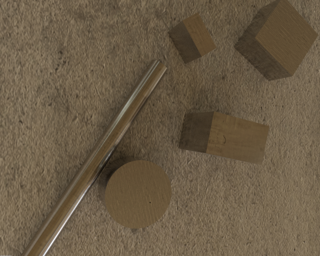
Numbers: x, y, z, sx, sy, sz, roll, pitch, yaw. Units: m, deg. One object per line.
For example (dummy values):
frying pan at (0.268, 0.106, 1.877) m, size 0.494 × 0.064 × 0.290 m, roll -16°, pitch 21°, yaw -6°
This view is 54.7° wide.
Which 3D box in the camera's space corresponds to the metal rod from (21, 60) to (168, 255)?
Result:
metal rod at (-0.079, 0.042, 0.380) m, size 0.025 × 0.025 × 0.300 m, roll 36°, pitch 78°, yaw -17°

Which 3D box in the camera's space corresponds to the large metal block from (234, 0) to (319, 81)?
large metal block at (0.172, -0.129, 0.459) m, size 0.080 × 0.050 × 0.080 m, roll 39°, pitch 78°, yaw -16°

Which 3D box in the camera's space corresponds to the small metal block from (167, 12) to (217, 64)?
small metal block at (0.041, -0.117, 0.411) m, size 0.025 × 0.050 × 0.050 m, roll -34°, pitch 101°, yaw -17°

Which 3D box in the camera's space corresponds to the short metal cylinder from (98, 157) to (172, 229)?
short metal cylinder at (-0.032, 0.077, 0.384) m, size 0.081 × 0.050 × 0.080 m, roll 0°, pitch 90°, yaw -20°

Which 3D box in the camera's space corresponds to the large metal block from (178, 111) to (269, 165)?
large metal block at (0.081, 0.013, 0.410) m, size 0.081 × 0.080 × 0.050 m, roll 13°, pitch 86°, yaw -20°
